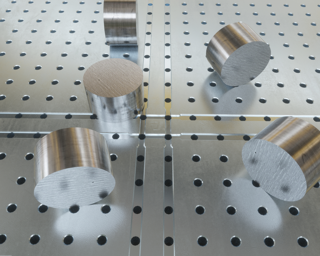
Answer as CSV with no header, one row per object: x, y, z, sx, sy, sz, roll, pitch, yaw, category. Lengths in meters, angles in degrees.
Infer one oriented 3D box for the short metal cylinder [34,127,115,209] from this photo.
-0.092,0.044,0.333,0.081,0.080,0.050,-11,51,-10,short metal cylinder

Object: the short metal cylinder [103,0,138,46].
-0.064,-0.180,0.522,0.050,0.080,0.080,-1,50,-1,short metal cylinder

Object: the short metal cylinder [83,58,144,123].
-0.063,-0.053,0.435,0.081,0.050,0.080,0,50,0,short metal cylinder

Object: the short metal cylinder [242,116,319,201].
0.140,0.034,0.345,0.050,0.080,0.080,-33,58,-25,short metal cylinder

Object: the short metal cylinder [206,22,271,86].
0.117,-0.110,0.466,0.081,0.080,0.050,-15,52,-13,short metal cylinder
